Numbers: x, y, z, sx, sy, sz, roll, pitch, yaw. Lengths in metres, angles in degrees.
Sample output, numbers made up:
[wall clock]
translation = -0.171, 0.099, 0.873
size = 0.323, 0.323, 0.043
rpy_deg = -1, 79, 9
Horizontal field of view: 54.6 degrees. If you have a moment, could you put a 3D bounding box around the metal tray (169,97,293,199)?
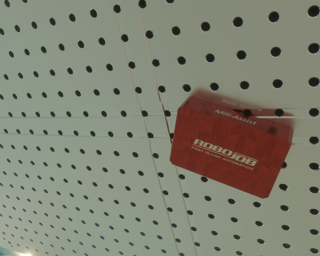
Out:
[metal tray]
translation = 0.082, 0.024, 0.380
size = 0.130, 0.030, 0.089
rpy_deg = 19, 126, 17
